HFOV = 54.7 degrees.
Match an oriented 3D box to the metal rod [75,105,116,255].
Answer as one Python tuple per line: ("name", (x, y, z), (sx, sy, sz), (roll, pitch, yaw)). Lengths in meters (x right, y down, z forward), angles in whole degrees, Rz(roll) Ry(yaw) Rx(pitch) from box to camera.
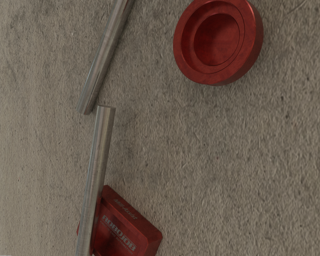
("metal rod", (-0.099, 0.116, 0.444), (0.025, 0.025, 0.298), (17, 100, 38))

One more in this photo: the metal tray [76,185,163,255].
("metal tray", (-0.064, 0.155, 0.452), (0.130, 0.030, 0.089), (32, 109, 35))

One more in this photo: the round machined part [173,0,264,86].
("round machined part", (0.066, -0.094, 0.338), (0.098, 0.042, 0.097), (0, 90, 39))

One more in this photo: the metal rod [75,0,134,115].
("metal rod", (-0.065, -0.154, 0.455), (0.025, 0.025, 0.298), (39, 113, 33))
